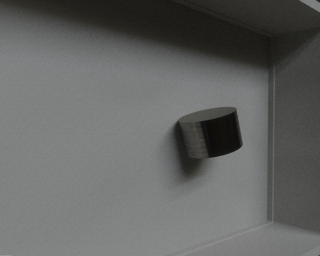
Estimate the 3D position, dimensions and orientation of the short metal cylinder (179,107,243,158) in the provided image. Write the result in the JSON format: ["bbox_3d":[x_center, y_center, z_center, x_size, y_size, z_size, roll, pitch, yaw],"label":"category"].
[{"bbox_3d":[0.071,0.005,0.432,0.081,0.080,0.050,-22,104,-38],"label":"short metal cylinder"}]
